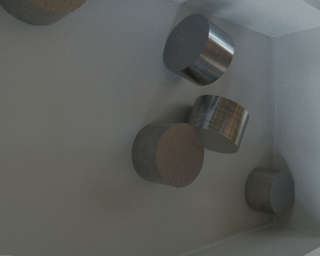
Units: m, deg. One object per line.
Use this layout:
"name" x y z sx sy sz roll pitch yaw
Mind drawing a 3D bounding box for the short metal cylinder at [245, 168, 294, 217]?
"short metal cylinder" 0.197 0.113 0.556 0.081 0.050 0.080 0 90 -40

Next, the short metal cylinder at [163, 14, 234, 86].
"short metal cylinder" 0.050 -0.103 0.412 0.050 0.080 0.080 22 77 -38

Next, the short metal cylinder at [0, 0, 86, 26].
"short metal cylinder" -0.113 -0.144 0.295 0.081 0.050 0.080 0 91 -40

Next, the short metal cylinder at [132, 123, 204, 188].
"short metal cylinder" 0.011 0.033 0.399 0.081 0.050 0.080 0 90 -40

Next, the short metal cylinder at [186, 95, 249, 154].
"short metal cylinder" 0.079 -0.004 0.436 0.080 0.080 0.050 36 68 -34
